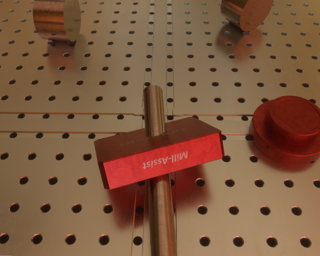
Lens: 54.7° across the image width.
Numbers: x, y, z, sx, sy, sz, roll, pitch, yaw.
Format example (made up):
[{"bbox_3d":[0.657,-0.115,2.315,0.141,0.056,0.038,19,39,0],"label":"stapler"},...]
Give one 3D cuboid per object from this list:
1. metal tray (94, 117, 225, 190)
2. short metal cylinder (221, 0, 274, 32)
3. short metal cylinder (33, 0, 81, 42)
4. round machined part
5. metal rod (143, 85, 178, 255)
[{"bbox_3d":[-0.005,0.023,0.353,0.131,0.030,0.090,-14,15,-12],"label":"metal tray"},{"bbox_3d":[0.157,-0.223,0.561,0.081,0.080,0.050,-28,56,-21],"label":"short metal cylinder"},{"bbox_3d":[-0.174,-0.191,0.531,0.050,0.080,0.080,5,50,5],"label":"short metal cylinder"},{"bbox_3d":[0.170,-0.004,0.401,0.099,0.042,0.098,0,50,0],"label":"round machined part"},{"bbox_3d":[0.001,0.079,0.318,0.025,0.025,0.299,-3,57,-3],"label":"metal rod"}]
